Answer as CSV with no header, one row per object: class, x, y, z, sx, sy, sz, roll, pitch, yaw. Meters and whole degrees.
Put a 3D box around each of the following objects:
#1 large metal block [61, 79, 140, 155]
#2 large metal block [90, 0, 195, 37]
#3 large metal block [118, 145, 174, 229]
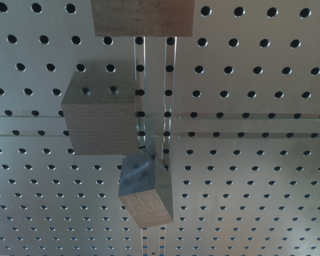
large metal block,-0.068,-0.012,0.384,0.081,0.050,0.079,-1,130,0
large metal block,-0.014,-0.121,0.273,0.081,0.080,0.050,0,130,-1
large metal block,-0.018,0.085,0.448,0.050,0.080,0.080,-15,129,12
